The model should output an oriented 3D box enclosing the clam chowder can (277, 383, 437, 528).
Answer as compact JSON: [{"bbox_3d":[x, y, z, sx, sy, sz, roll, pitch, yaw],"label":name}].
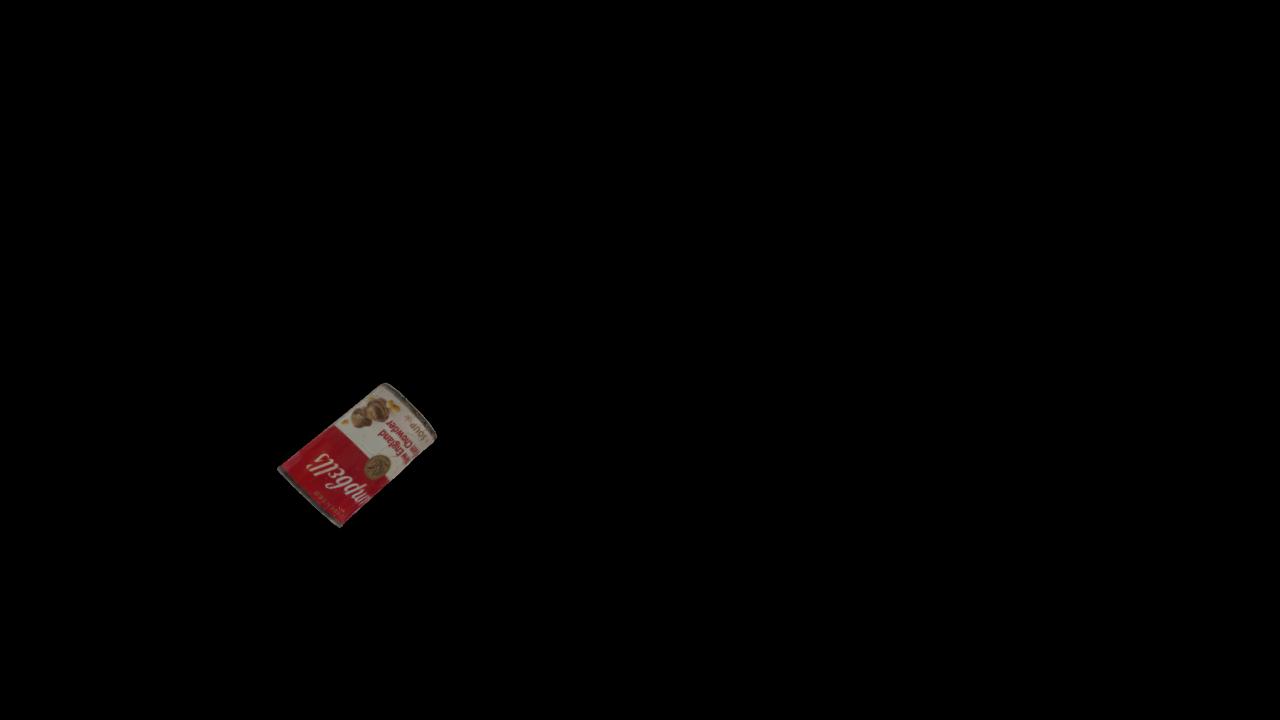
[{"bbox_3d":[-0.227,0.075,0.502,0.102,0.068,0.068,-46,24,-26],"label":"clam chowder can"}]
